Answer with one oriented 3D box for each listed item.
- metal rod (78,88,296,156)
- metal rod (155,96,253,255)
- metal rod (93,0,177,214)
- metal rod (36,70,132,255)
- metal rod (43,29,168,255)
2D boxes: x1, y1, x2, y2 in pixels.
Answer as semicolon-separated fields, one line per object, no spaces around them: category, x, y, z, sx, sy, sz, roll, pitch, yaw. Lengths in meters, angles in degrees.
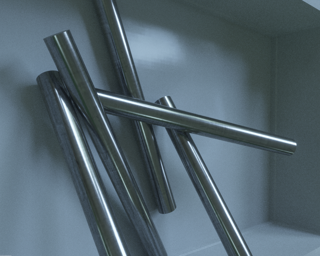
metal rod;0.044;-0.005;0.382;0.302;0.025;0.025;13;81;-21
metal rod;0.066;0.093;0.369;0.025;0.025;0.299;-12;68;-39
metal rod;-0.030;-0.031;0.380;0.025;0.025;0.298;-26;107;-37
metal rod;-0.052;0.080;0.275;0.025;0.025;0.299;-12;70;-39
metal rod;-0.048;0.042;0.344;0.025;0.025;0.298;-37;120;-34
